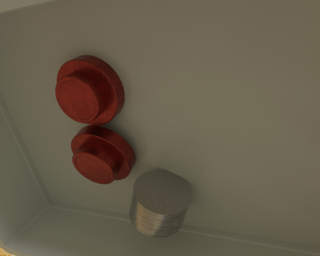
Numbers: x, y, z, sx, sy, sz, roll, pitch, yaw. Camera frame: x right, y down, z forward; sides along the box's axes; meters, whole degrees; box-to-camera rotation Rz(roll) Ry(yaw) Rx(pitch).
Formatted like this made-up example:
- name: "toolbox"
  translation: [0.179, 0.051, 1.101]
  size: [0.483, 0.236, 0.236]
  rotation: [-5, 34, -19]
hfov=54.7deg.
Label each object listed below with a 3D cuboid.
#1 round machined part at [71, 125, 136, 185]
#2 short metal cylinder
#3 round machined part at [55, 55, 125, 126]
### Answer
- name: "round machined part"
  translation: [-0.089, 0.046, 0.459]
  size: [0.098, 0.042, 0.097]
  rotation: [15, 136, 15]
- name: "short metal cylinder"
  translation: [-0.001, 0.106, 0.437]
  size: [0.080, 0.080, 0.050]
  rotation: [23, 127, 14]
- name: "round machined part"
  translation: [-0.101, -0.045, 0.421]
  size: [0.098, 0.042, 0.097]
  rotation: [13, 124, 20]
